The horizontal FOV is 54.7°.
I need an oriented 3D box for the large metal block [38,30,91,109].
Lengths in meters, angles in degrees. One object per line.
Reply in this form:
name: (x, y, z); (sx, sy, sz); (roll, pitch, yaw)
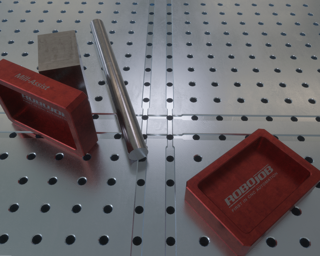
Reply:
large metal block: (-0.134, -0.078, 0.436); (0.050, 0.080, 0.080); (-12, 51, -10)

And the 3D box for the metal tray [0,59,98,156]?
metal tray: (-0.144, -0.024, 0.384); (0.130, 0.089, 0.030); (23, 54, 18)

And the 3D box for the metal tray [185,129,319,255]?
metal tray: (0.104, 0.065, 0.350); (0.131, 0.030, 0.090); (-32, 57, -24)

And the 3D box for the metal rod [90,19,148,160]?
metal rod: (-0.071, -0.078, 0.472); (0.025, 0.025, 0.300); (-13, 51, -11)
